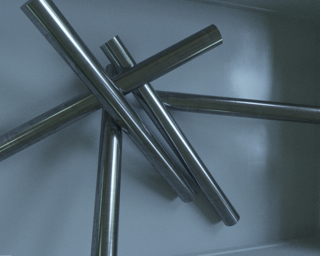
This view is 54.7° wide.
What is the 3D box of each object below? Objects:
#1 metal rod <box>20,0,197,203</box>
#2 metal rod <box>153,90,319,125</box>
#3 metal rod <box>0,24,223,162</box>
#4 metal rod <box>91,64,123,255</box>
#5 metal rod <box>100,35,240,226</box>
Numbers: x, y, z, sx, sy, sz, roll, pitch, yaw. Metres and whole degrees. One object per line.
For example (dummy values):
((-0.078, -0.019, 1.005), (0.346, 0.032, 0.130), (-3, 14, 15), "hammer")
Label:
((-0.033, -0.007, 0.342), (0.025, 0.025, 0.300), (-46, 126, -14), "metal rod")
((0.142, -0.024, 0.412), (0.302, 0.025, 0.025), (5, 88, -1), "metal rod")
((-0.068, -0.035, 0.345), (0.301, 0.025, 0.025), (-28, 100, -3), "metal rod")
((-0.054, 0.059, 0.324), (0.025, 0.025, 0.299), (10, 61, -20), "metal rod")
((0.023, 0.016, 0.403), (0.025, 0.025, 0.299), (-40, 109, -15), "metal rod")
